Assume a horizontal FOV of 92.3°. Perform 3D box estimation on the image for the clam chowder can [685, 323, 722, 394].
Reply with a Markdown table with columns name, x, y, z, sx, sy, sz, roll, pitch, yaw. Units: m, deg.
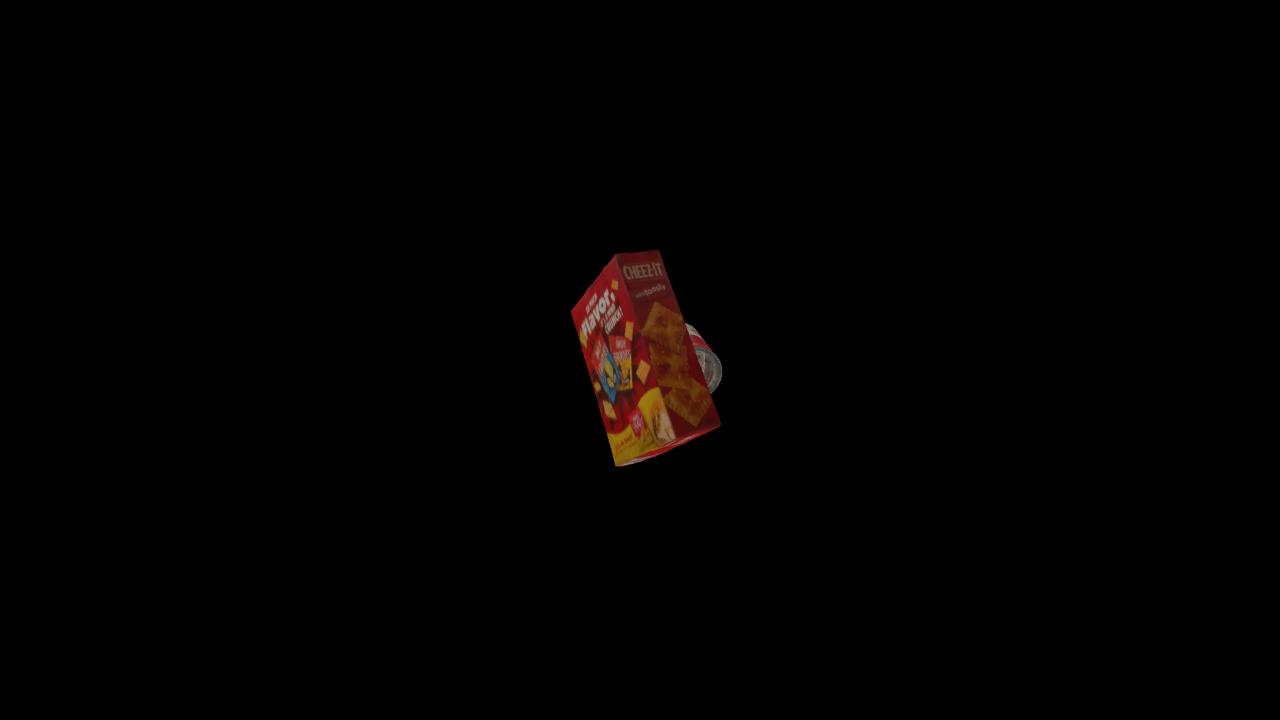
| name | x | y | z | sx | sy | sz | roll | pitch | yaw |
| --- | --- | --- | --- | --- | --- | --- | --- | --- | --- |
| clam chowder can | 0.055 | -0.001 | 0.757 | 0.068 | 0.068 | 0.102 | 0 | 22 | -10 |

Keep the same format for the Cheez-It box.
| name | x | y | z | sx | sy | sz | roll | pitch | yaw |
| --- | --- | --- | --- | --- | --- | --- | --- | --- | --- |
| Cheez-It box | -0.003 | 0.003 | 0.750 | 0.071 | 0.223 | 0.166 | -11 | -15 | -29 |
